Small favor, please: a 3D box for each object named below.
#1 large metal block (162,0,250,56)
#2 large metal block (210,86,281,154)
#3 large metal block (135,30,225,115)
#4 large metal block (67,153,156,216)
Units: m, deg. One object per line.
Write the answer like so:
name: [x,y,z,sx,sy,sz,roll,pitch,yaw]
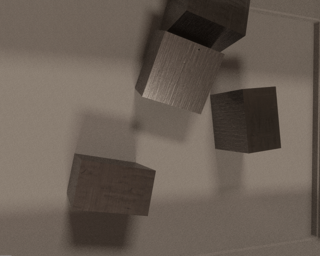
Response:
large metal block: [0.055,-0.139,0.399,0.081,0.080,0.050,15,76,-20]
large metal block: [0.115,-0.011,0.425,0.050,0.080,0.079,-7,93,-20]
large metal block: [0.023,-0.071,0.395,0.081,0.050,0.079,16,104,-20]
large metal block: [-0.060,0.063,0.360,0.081,0.080,0.050,11,86,-20]
